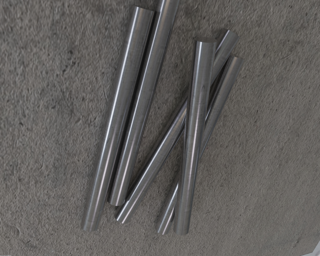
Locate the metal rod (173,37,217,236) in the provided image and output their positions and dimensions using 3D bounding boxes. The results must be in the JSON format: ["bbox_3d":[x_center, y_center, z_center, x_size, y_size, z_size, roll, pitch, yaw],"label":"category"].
[{"bbox_3d":[0.042,0.032,0.415,0.025,0.025,0.298,-11,123,-23],"label":"metal rod"}]

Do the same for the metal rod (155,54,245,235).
[{"bbox_3d":[0.051,0.037,0.456,0.025,0.025,0.298,6,115,-31],"label":"metal rod"}]

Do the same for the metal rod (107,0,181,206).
[{"bbox_3d":[-0.023,-0.030,0.375,0.025,0.025,0.298,2,117,-30],"label":"metal rod"}]

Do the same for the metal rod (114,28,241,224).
[{"bbox_3d":[0.016,0.008,0.419,0.025,0.025,0.298,19,108,-36],"label":"metal rod"}]

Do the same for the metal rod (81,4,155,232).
[{"bbox_3d":[-0.058,0.007,0.378,0.025,0.025,0.298,3,117,-30],"label":"metal rod"}]
